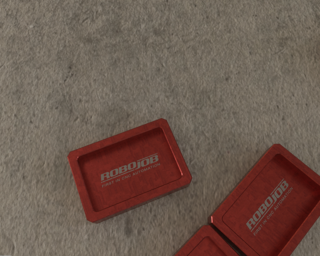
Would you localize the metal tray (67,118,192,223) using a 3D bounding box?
[{"bbox_3d":[-0.037,0.052,0.385,0.131,0.030,0.090,-21,72,-8],"label":"metal tray"}]

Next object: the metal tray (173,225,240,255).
[{"bbox_3d":[0.037,0.184,0.338,0.130,0.030,0.090,-42,76,-14],"label":"metal tray"}]

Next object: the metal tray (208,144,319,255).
[{"bbox_3d":[0.133,0.094,0.372,0.090,0.030,0.130,42,75,13],"label":"metal tray"}]
